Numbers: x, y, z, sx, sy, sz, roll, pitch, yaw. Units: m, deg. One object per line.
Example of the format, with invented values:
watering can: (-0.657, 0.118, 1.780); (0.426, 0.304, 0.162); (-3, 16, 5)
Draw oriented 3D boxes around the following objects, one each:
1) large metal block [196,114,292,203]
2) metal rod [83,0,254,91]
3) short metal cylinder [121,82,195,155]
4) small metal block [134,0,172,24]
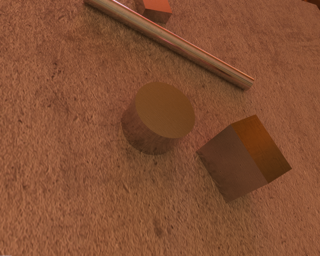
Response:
large metal block: (0.105, 0.041, 0.402); (0.050, 0.080, 0.080); (-19, 72, -35)
metal rod: (0.022, -0.139, 0.502); (0.301, 0.025, 0.025); (26, 53, -13)
short metal cylinder: (-0.003, -0.012, 0.395); (0.081, 0.050, 0.080); (14, 56, -21)
small metal block: (-0.013, -0.208, 0.525); (0.050, 0.025, 0.050); (-2, 63, -30)
